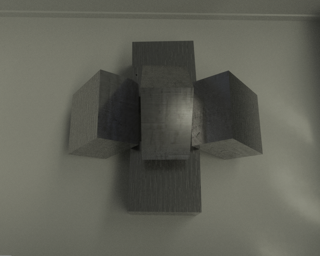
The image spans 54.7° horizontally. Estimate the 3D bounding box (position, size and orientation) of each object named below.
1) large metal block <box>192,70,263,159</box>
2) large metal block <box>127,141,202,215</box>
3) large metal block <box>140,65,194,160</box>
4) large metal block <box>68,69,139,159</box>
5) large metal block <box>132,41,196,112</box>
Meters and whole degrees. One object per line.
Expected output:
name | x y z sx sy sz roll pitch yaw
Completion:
large metal block | 0.081 -0.011 0.376 0.050 0.080 0.080 -14 66 36
large metal block | 0.006 0.062 0.372 0.080 0.050 0.080 1 70 0
large metal block | 0.006 -0.020 0.344 0.050 0.079 0.080 0 26 -1
large metal block | -0.069 -0.012 0.375 0.050 0.080 0.080 13 66 -35
large metal block | 0.005 -0.068 0.417 0.081 0.050 0.080 -1 70 -1
